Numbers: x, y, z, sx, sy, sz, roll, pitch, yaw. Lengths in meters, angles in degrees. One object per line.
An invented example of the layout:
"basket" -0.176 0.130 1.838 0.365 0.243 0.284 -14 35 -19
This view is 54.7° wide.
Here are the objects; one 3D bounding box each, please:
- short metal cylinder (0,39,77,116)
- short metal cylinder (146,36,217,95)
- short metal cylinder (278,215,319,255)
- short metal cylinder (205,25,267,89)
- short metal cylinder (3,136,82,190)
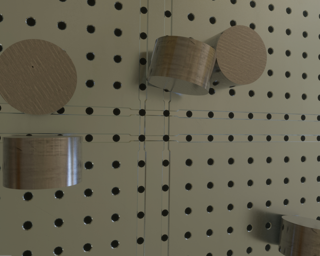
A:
"short metal cylinder" -0.137 -0.054 0.349 0.081 0.050 0.079 0 90 -21
"short metal cylinder" 0.027 -0.077 0.395 0.081 0.080 0.050 15 85 -20
"short metal cylinder" 0.224 0.168 0.469 0.081 0.080 0.050 9 87 -20
"short metal cylinder" 0.102 -0.098 0.438 0.081 0.050 0.079 0 90 -21
"short metal cylinder" -0.126 0.034 0.337 0.081 0.080 0.050 0 90 -20
